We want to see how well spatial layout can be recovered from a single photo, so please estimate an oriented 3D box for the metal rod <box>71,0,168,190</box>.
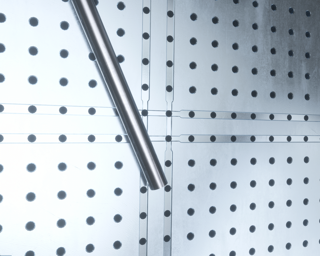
[{"bbox_3d":[-0.056,-0.061,0.391,0.025,0.025,0.299,-25,98,-18],"label":"metal rod"}]
